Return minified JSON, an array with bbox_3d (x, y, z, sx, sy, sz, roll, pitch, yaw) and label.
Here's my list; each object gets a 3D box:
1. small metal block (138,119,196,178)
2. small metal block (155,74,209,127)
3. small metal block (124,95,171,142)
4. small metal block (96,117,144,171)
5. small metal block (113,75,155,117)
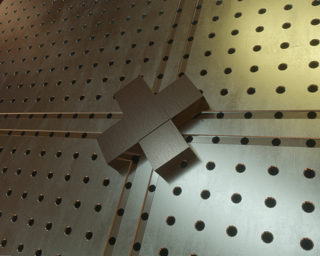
[{"bbox_3d":[0.008,0.025,0.387,0.050,0.025,0.050,-35,51,4],"label":"small metal block"},{"bbox_3d":[0.029,-0.037,0.414,0.050,0.025,0.050,-35,51,4],"label":"small metal block"},{"bbox_3d":[-0.013,-0.008,0.417,0.050,0.025,0.050,-35,51,4],"label":"small metal block"},{"bbox_3d":[-0.053,0.021,0.421,0.050,0.025,0.050,-35,51,4],"label":"small metal block"},{"bbox_3d":[-0.033,-0.041,0.449,0.050,0.025,0.050,-35,51,4],"label":"small metal block"}]
